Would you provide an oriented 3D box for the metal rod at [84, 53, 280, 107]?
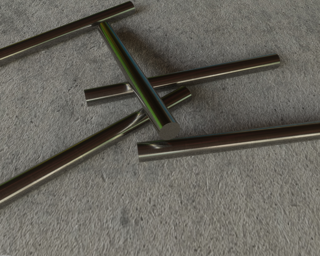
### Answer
[{"bbox_3d":[0.040,-0.075,0.466,0.302,0.025,0.025,-13,51,-11],"label":"metal rod"}]

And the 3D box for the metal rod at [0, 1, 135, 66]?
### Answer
[{"bbox_3d":[-0.174,-0.161,0.536,0.302,0.025,0.025,-31,57,-24],"label":"metal rod"}]

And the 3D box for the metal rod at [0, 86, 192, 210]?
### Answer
[{"bbox_3d":[-0.082,0.021,0.384,0.302,0.025,0.025,-30,57,-24],"label":"metal rod"}]

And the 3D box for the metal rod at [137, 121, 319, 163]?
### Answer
[{"bbox_3d":[0.122,0.013,0.394,0.302,0.025,0.025,-7,51,-6],"label":"metal rod"}]

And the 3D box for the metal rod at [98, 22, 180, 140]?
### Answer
[{"bbox_3d":[-0.044,-0.087,0.445,0.025,0.025,0.300,-17,43,-14],"label":"metal rod"}]
